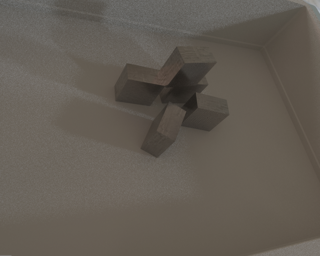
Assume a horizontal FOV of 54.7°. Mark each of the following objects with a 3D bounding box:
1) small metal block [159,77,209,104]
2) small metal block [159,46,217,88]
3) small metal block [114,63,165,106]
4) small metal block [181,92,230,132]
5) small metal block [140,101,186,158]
[{"bbox_3d":[0.032,-0.059,0.445,0.050,0.050,0.025,-3,64,-30],"label":"small metal block"},{"bbox_3d":[0.035,-0.077,0.393,0.050,0.050,0.025,-9,67,-33],"label":"small metal block"},{"bbox_3d":[-0.028,-0.056,0.410,0.050,0.050,0.025,7,59,-25],"label":"small metal block"},{"bbox_3d":[0.061,-0.021,0.437,0.050,0.050,0.025,11,57,-23],"label":"small metal block"},{"bbox_3d":[0.004,0.003,0.392,0.025,0.050,0.050,31,52,-9],"label":"small metal block"}]
